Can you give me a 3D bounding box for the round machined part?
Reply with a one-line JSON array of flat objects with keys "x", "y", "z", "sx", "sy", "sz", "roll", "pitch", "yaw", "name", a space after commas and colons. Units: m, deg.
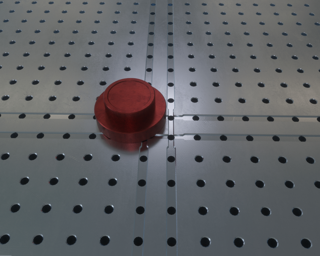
[{"x": -0.040, "y": -0.031, "z": 0.423, "sx": 0.099, "sy": 0.042, "sz": 0.098, "roll": 0, "pitch": 50, "yaw": 0, "name": "round machined part"}]
